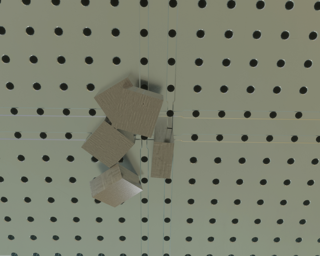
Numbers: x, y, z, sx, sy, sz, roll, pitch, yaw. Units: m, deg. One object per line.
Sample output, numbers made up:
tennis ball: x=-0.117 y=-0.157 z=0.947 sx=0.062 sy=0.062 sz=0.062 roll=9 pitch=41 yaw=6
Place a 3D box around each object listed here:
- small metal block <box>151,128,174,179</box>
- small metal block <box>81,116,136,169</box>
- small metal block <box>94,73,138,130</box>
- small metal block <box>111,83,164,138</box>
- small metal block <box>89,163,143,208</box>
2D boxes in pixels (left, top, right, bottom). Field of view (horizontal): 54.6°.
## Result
small metal block: x=0.003 y=0.032 z=0.412 sx=0.025 sy=0.050 sz=0.050 roll=5 pitch=110 yaw=-2
small metal block: x=-0.069 y=0.019 z=0.420 sx=0.050 sy=0.025 sz=0.050 roll=39 pitch=105 yaw=-13
small metal block: x=-0.048 y=-0.034 z=0.400 sx=0.050 sy=0.025 sz=0.050 roll=-30 pitch=108 yaw=10
small metal block: x=-0.027 y=-0.021 z=0.379 sx=0.050 sy=0.025 sz=0.050 roll=16 pitch=109 yaw=-6
small metal block: x=-0.061 y=0.081 z=0.430 sx=0.050 sy=0.025 sz=0.050 roll=-34 pitch=139 yaw=11
